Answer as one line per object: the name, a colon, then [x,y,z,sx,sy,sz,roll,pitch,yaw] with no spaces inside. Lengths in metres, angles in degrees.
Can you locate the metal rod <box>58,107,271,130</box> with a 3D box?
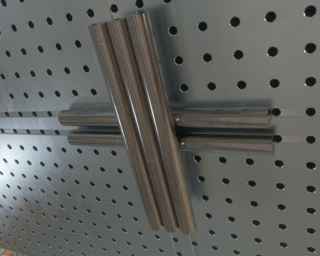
metal rod: [-0.013,-0.013,0.409,0.301,0.025,0.025,1,119,27]

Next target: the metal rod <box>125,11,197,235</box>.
metal rod: [0.009,0.014,0.382,0.025,0.025,0.298,0,119,27]

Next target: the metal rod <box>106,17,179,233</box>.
metal rod: [-0.013,0.015,0.394,0.025,0.025,0.298,0,119,27]

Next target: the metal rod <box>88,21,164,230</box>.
metal rod: [-0.035,0.015,0.406,0.025,0.025,0.298,0,119,27]

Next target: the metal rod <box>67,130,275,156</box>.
metal rod: [-0.004,0.017,0.423,0.301,0.025,0.025,1,119,27]
